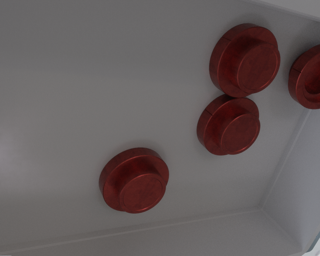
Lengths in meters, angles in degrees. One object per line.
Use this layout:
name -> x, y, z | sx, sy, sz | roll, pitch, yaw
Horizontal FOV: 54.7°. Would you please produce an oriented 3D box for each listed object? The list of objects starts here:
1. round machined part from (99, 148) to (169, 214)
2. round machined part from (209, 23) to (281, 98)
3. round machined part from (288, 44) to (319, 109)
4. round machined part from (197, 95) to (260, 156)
round machined part -> -0.031, 0.079, 0.430 | 0.099, 0.042, 0.097 | -14, 124, -21
round machined part -> 0.118, -0.084, 0.410 | 0.099, 0.042, 0.097 | -14, 124, -21
round machined part -> 0.238, -0.081, 0.470 | 0.099, 0.042, 0.097 | -8, 121, -12
round machined part -> 0.107, 0.000, 0.456 | 0.099, 0.042, 0.097 | -14, 124, -21
